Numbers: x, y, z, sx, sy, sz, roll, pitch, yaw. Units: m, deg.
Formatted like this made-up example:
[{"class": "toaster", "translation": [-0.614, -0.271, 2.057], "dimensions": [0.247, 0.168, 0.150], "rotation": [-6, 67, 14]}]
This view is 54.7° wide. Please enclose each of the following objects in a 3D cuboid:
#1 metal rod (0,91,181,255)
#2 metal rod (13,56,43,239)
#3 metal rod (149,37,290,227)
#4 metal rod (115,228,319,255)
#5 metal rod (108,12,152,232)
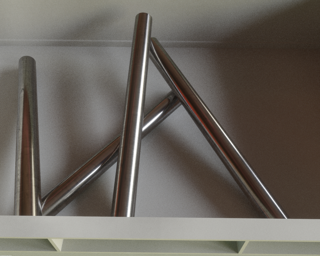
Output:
[{"class": "metal rod", "translation": [-0.061, 0.032, 0.377], "dimensions": [0.025, 0.025, 0.302], "rotation": [33, 57, 25]}, {"class": "metal rod", "translation": [-0.166, -0.004, 0.388], "dimensions": [0.025, 0.025, 0.300], "rotation": [-13, 46, -11]}, {"class": "metal rod", "translation": [0.055, -0.013, 0.392], "dimensions": [0.025, 0.025, 0.299], "rotation": [-22, 61, -18]}, {"class": "metal rod", "translation": [0.109, 0.111, 0.303], "dimensions": [0.302, 0.025, 0.025], "rotation": [1, 50, -3]}, {"class": "metal rod", "translation": [-0.032, -0.027, 0.385], "dimensions": [0.025, 0.025, 0.299], "rotation": [3, 63, 2]}]
